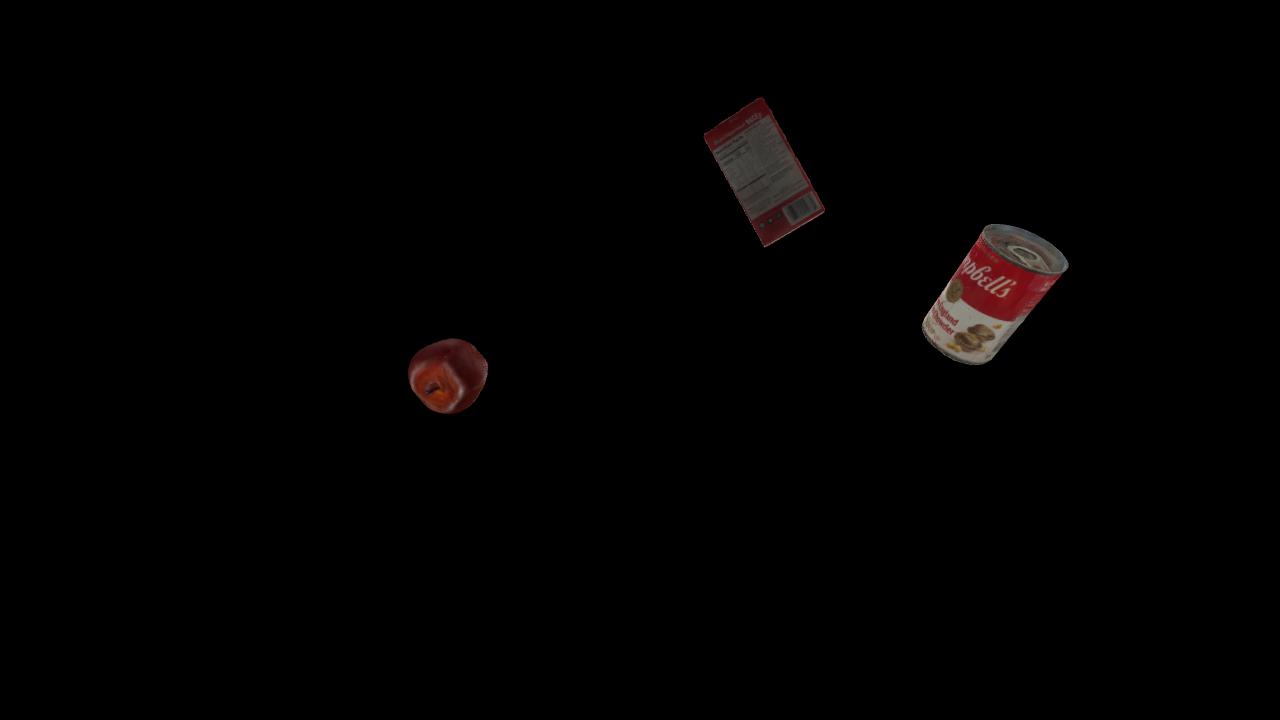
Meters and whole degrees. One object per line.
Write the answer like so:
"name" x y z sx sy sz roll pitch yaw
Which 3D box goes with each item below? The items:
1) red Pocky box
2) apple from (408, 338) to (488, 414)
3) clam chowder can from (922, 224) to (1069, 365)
"red Pocky box" 0.148 -0.223 0.735 0.083 0.155 0.028 -29 -1 19
"apple" -0.202 0.015 0.653 0.079 0.079 0.093 0 21 9
"clam chowder can" 0.295 -0.053 0.520 0.068 0.102 0.068 8 43 -8
